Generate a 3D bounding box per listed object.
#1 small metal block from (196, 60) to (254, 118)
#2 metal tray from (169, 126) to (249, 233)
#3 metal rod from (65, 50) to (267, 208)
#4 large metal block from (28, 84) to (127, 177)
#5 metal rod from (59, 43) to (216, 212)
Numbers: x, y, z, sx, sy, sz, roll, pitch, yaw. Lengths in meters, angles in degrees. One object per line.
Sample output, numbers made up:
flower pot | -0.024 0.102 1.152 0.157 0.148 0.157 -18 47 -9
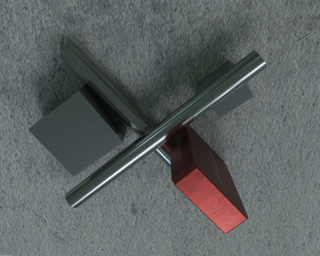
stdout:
small metal block | 0.082 -0.049 0.394 0.050 0.025 0.050 -34 107 11
metal tray | 0.053 0.052 0.374 0.030 0.130 0.090 -41 105 14
metal rod | -0.001 0.009 0.387 0.300 0.025 0.025 -37 106 12
large metal block | -0.101 0.001 0.395 0.080 0.050 0.080 -35 107 11
metal rod | -0.013 0.010 0.415 0.025 0.025 0.300 -40 106 13
